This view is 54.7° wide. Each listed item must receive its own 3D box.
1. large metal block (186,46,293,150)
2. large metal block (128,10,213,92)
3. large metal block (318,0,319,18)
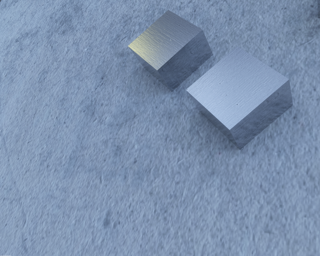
[{"bbox_3d":[0.092,-0.036,0.361,0.080,0.050,0.080,-41,51,0],"label":"large metal block"},{"bbox_3d":[0.015,-0.113,0.448,0.080,0.050,0.080,-43,51,-2],"label":"large metal block"},{"bbox_3d":[0.245,-0.177,0.368,0.080,0.050,0.080,20,72,35],"label":"large metal block"}]
